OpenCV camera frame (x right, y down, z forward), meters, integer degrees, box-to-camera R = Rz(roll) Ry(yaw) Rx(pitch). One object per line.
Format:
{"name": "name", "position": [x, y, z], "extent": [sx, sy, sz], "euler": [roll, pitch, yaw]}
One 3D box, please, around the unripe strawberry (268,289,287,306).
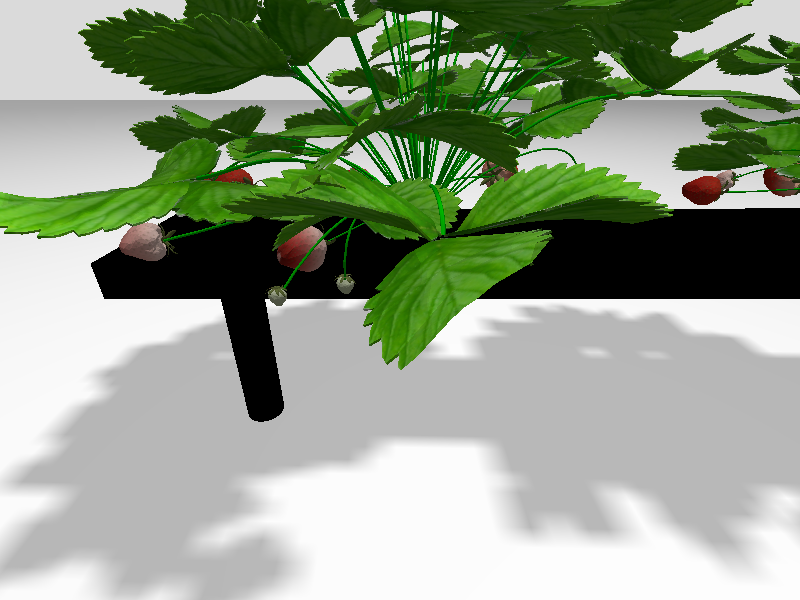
{"name": "unripe strawberry", "position": [-0.073, -0.002, 0.238], "extent": [0.011, 0.011, 0.010], "euler": [17, 33, 29]}

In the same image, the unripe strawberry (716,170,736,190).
{"name": "unripe strawberry", "position": [0.400, -0.148, 0.493], "extent": [0.020, 0.022, 0.021], "euler": [-12, 13, -21]}

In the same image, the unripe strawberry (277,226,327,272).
{"name": "unripe strawberry", "position": [-0.068, -0.034, 0.274], "extent": [0.032, 0.034, 0.035], "euler": [24, 37, 37]}

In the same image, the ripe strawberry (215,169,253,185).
{"name": "ripe strawberry", "position": [-0.166, -0.109, 0.401], "extent": [0.041, 0.043, 0.038], "euler": [7, 29, 15]}

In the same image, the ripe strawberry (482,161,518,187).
{"name": "ripe strawberry", "position": [0.125, -0.157, 0.492], "extent": [0.042, 0.044, 0.046], "euler": [17, 32, 29]}

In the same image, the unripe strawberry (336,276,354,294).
{"name": "unripe strawberry", "position": [-0.033, -0.009, 0.240], "extent": [0.010, 0.011, 0.011], "euler": [10, 30, 19]}

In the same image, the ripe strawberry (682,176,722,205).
{"name": "ripe strawberry", "position": [0.322, -0.118, 0.428], "extent": [0.034, 0.029, 0.034], "euler": [14, 31, 26]}

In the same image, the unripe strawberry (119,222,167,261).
{"name": "unripe strawberry", "position": [-0.186, -0.041, 0.289], "extent": [0.029, 0.028, 0.031], "euler": [-10, 30, -18]}

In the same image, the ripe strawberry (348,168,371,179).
{"name": "ripe strawberry", "position": [-0.052, -0.141, 0.471], "extent": [0.035, 0.030, 0.035], "euler": [-15, 31, -25]}

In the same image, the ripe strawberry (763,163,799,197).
{"name": "ripe strawberry", "position": [0.453, -0.146, 0.472], "extent": [0.042, 0.045, 0.045], "euler": [-3, 28, -6]}

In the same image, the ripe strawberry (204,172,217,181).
{"name": "ripe strawberry", "position": [-0.210, -0.124, 0.439], "extent": [0.031, 0.032, 0.028], "euler": [-21, 16, 32]}
